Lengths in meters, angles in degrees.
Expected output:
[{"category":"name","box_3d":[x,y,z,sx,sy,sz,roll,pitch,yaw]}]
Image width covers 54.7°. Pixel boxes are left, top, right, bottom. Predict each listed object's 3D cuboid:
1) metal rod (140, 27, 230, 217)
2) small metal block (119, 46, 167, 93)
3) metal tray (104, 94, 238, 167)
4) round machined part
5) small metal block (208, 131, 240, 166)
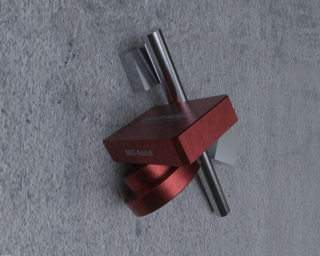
[{"category":"metal rod","box_3d":[0.044,0.011,0.423,0.025,0.025,0.299,-43,122,-32]},{"category":"small metal block","box_3d":[-0.017,-0.078,0.392,0.050,0.025,0.050,-33,111,-35]},{"category":"metal tray","box_3d":[0.008,0.003,0.344,0.091,0.130,0.030,-37,110,-34]},{"category":"round machined part","box_3d":[-0.004,0.053,0.360,0.099,0.098,0.042,-42,96,-32]},{"category":"small metal block","box_3d":[0.097,0.029,0.489,0.050,0.025,0.050,22,76,-38]}]
